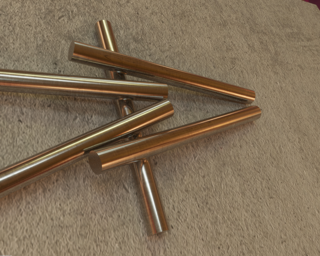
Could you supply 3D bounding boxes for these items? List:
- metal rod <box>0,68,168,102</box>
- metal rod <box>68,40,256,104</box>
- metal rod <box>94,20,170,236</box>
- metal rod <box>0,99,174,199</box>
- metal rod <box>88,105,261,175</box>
[{"bbox_3d":[-0.135,-0.050,0.346,0.303,0.025,0.025,2,61,-21],"label":"metal rod"},{"bbox_3d":[0.023,-0.072,0.442,0.302,0.025,0.025,9,58,-31],"label":"metal rod"},{"bbox_3d":[-0.042,-0.017,0.394,0.025,0.025,0.299,-3,63,-30],"label":"metal rod"},{"bbox_3d":[-0.107,0.032,0.311,0.302,0.025,0.025,-26,76,-32],"label":"metal rod"},{"bbox_3d":[0.045,0.005,0.408,0.302,0.025,0.025,-15,70,-41],"label":"metal rod"}]
